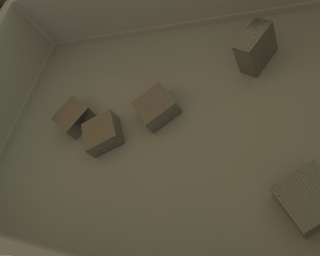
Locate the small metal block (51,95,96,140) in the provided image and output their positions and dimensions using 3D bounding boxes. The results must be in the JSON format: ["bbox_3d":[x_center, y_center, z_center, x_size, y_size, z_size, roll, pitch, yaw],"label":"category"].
[{"bbox_3d":[-0.135,-0.017,0.487,0.050,0.025,0.050,35,81,38],"label":"small metal block"}]

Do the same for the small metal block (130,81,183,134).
[{"bbox_3d":[-0.005,-0.028,0.426,0.050,0.025,0.050,-37,51,3],"label":"small metal block"}]

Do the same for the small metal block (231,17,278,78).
[{"bbox_3d":[0.120,-0.100,0.388,0.025,0.050,0.050,31,79,38],"label":"small metal block"}]

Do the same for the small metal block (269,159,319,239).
[{"bbox_3d":[0.141,0.067,0.291,0.050,0.025,0.050,-34,51,6],"label":"small metal block"}]

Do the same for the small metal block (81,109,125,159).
[{"bbox_3d":[-0.082,0.008,0.444,0.050,0.025,0.050,-27,52,11],"label":"small metal block"}]
